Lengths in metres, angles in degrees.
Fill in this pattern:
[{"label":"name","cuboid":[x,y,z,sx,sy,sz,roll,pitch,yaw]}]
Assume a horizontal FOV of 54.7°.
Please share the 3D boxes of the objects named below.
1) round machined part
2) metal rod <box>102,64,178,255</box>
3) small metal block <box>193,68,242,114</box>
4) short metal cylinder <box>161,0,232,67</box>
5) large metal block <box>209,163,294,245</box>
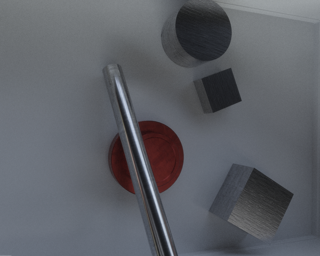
[{"label":"round machined part","cuboid":[-0.014,0.039,0.398,0.099,0.042,0.097,0,90,-21]},{"label":"metal rod","cuboid":[-0.017,0.060,0.339,0.025,0.025,0.299,-10,68,-20]},{"label":"small metal block","cuboid":[0.082,-0.053,0.442,0.050,0.025,0.050,-22,98,-19]},{"label":"short metal cylinder","cuboid":[0.048,-0.125,0.416,0.081,0.050,0.079,0,90,-21]},{"label":"large metal block","cuboid":[0.131,0.108,0.448,0.080,0.050,0.080,33,79,-18]}]
